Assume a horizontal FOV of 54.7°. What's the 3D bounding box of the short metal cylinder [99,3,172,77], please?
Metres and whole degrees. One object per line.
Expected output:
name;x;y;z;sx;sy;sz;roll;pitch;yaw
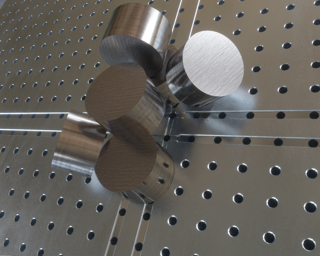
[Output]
short metal cylinder;-0.029;-0.107;0.388;0.080;0.080;0.050;0;62;28

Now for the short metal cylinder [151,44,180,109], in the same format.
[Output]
short metal cylinder;-0.001;-0.073;0.437;0.080;0.050;0.080;-13;57;21

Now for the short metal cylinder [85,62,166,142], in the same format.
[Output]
short metal cylinder;-0.040;-0.031;0.367;0.080;0.050;0.080;-13;56;21

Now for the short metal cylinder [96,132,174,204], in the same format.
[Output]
short metal cylinder;-0.029;0.047;0.378;0.080;0.050;0.080;-13;57;21

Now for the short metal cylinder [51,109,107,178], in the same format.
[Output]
short metal cylinder;-0.104;0.021;0.408;0.050;0.080;0.080;18;64;-12

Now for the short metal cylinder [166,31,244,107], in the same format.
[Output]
short metal cylinder;0.054;-0.070;0.379;0.080;0.080;0.050;-66;15;-19
